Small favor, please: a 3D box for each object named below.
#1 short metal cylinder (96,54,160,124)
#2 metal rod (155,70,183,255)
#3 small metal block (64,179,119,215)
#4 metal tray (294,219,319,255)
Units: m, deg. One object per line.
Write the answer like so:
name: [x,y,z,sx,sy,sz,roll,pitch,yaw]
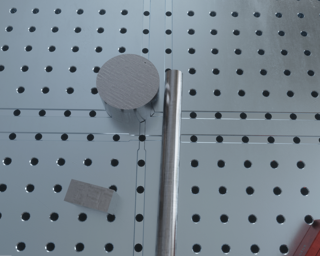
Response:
short metal cylinder: [-0.041,-0.052,0.417,0.081,0.050,0.080,0,70,0]
metal rod: [0.012,0.064,0.388,0.025,0.025,0.299,3,70,1]
small metal block: [-0.079,0.083,0.367,0.050,0.050,0.025,14,71,4]
metal tray: [0.190,0.180,0.345,0.090,0.030,0.130,37,74,12]
